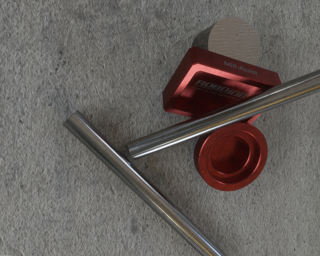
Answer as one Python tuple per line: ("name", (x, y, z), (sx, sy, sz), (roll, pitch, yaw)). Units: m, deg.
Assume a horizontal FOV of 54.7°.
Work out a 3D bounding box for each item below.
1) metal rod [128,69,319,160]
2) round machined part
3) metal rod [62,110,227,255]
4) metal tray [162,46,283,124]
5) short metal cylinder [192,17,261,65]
("metal rod", (0.103, -0.024, 0.377), (0.301, 0.025, 0.025), (-21, 98, 8))
("round machined part", (0.092, 0.033, 0.425), (0.099, 0.042, 0.097), (-4, 107, -13))
("metal rod", (-0.007, 0.092, 0.406), (0.300, 0.025, 0.025), (46, 76, -14))
("metal tray", (0.079, -0.046, 0.403), (0.131, 0.089, 0.030), (12, 50, -20))
("short metal cylinder", (0.090, -0.106, 0.429), (0.081, 0.050, 0.080), (0, 90, -20))
